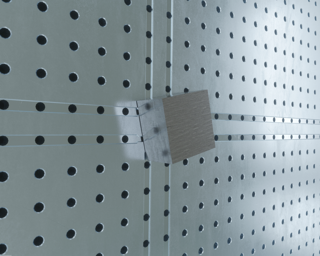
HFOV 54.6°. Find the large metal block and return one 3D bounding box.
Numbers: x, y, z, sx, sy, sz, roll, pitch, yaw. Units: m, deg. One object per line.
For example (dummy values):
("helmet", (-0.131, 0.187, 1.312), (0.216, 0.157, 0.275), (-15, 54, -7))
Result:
("large metal block", (0.023, -0.004, 0.410), (0.081, 0.050, 0.080), (-16, 100, -39))
